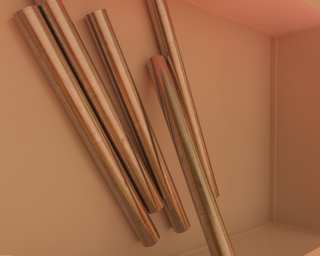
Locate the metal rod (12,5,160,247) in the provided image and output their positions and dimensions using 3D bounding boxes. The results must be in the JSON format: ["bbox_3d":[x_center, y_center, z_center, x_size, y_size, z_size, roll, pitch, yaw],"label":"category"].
[{"bbox_3d":[-0.071,0.015,0.347,0.025,0.025,0.299,-38,114,-33],"label":"metal rod"}]

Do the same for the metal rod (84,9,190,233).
[{"bbox_3d":[-0.021,0.005,0.388,0.025,0.025,0.299,-33,111,-35],"label":"metal rod"}]

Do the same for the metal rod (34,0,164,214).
[{"bbox_3d":[-0.065,-0.026,0.351,0.025,0.025,0.299,-38,114,-33],"label":"metal rod"}]

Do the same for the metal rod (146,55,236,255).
[{"bbox_3d":[0.039,0.048,0.361,0.025,0.025,0.299,-4,68,-40],"label":"metal rod"}]

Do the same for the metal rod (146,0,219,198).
[{"bbox_3d":[0.035,-0.035,0.435,0.025,0.025,0.298,-28,108,-37],"label":"metal rod"}]
